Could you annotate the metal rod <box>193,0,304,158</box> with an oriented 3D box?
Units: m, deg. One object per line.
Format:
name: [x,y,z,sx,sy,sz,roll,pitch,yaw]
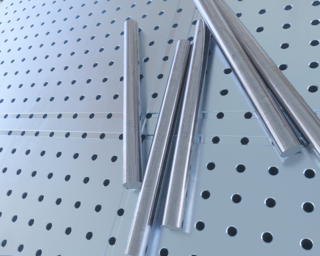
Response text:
metal rod: [0.095,-0.096,0.400,0.025,0.025,0.299,-26,58,12]

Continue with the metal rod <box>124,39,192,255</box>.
metal rod: [0.005,0.008,0.399,0.025,0.025,0.300,0,61,27]

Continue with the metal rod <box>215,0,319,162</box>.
metal rod: [0.128,-0.082,0.391,0.025,0.025,0.299,-28,52,10]

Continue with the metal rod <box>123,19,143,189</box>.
metal rod: [-0.042,-0.055,0.462,0.025,0.025,0.299,-16,55,18]

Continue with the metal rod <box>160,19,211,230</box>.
metal rod: [0.040,-0.024,0.400,0.025,0.025,0.299,-3,60,26]
